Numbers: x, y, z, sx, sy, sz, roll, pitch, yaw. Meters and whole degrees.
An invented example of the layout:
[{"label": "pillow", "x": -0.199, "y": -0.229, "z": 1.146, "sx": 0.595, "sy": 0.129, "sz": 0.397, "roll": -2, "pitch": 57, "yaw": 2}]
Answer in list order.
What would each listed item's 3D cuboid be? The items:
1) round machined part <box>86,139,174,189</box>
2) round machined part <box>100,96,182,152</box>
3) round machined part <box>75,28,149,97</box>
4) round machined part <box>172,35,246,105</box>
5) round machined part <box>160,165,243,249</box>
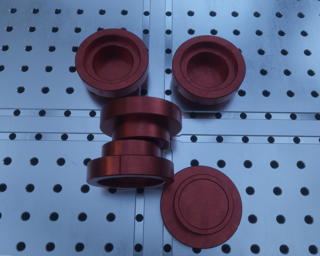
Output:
[{"label": "round machined part", "x": -0.033, "y": 0.042, "z": 0.357, "sx": 0.099, "sy": 0.098, "sz": 0.042, "roll": -1, "pitch": 71, "yaw": -1}, {"label": "round machined part", "x": -0.022, "y": 0.002, "z": 0.372, "sx": 0.099, "sy": 0.098, "sz": 0.042, "roll": -1, "pitch": 69, "yaw": -1}, {"label": "round machined part", "x": -0.064, "y": -0.086, "z": 0.434, "sx": 0.099, "sy": 0.042, "sz": 0.098, "roll": 0, "pitch": 70, "yaw": -1}, {"label": "round machined part", "x": 0.065, "y": -0.076, "z": 0.431, "sx": 0.099, "sy": 0.042, "sz": 0.098, "roll": 0, "pitch": 70, "yaw": -1}, {"label": "round machined part", "x": 0.050, "y": 0.092, "z": 0.370, "sx": 0.099, "sy": 0.042, "sz": 0.098, "roll": 0, "pitch": 70, "yaw": -1}]
